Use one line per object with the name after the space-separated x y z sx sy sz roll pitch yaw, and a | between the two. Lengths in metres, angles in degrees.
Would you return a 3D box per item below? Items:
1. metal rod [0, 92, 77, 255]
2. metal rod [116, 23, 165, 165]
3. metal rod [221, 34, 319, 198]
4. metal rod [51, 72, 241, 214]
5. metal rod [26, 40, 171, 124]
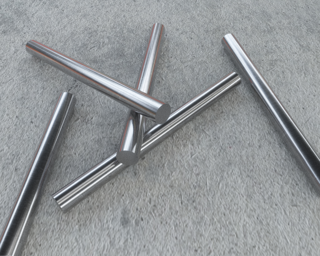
-0.142 0.073 0.339 0.025 0.025 0.300 4 50 3 | metal rod
-0.019 -0.071 0.443 0.025 0.025 0.300 5 44 4 | metal rod
0.153 -0.040 0.438 0.025 0.025 0.300 -11 51 -9 | metal rod
0.001 0.004 0.399 0.302 0.025 0.025 -35 59 -26 | metal rod
-0.104 -0.075 0.427 0.300 0.025 0.025 29 55 35 | metal rod
